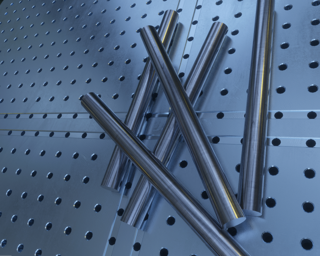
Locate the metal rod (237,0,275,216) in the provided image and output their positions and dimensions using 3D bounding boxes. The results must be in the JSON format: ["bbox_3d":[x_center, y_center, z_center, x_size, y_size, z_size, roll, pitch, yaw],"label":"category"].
[{"bbox_3d":[0.119,-0.047,0.373,0.025,0.025,0.300,-1,61,27],"label":"metal rod"}]

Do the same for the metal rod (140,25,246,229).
[{"bbox_3d":[0.026,-0.026,0.377,0.025,0.025,0.299,-28,55,10],"label":"metal rod"}]

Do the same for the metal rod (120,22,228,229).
[{"bbox_3d":[0.026,-0.017,0.403,0.025,0.025,0.300,13,68,33],"label":"metal rod"}]

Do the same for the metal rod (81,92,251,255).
[{"bbox_3d":[-0.002,0.052,0.346,0.025,0.025,0.300,-45,60,-3],"label":"metal rod"}]

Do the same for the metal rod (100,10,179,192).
[{"bbox_3d":[-0.022,-0.054,0.451,0.025,0.025,0.300,4,63,29],"label":"metal rod"}]
